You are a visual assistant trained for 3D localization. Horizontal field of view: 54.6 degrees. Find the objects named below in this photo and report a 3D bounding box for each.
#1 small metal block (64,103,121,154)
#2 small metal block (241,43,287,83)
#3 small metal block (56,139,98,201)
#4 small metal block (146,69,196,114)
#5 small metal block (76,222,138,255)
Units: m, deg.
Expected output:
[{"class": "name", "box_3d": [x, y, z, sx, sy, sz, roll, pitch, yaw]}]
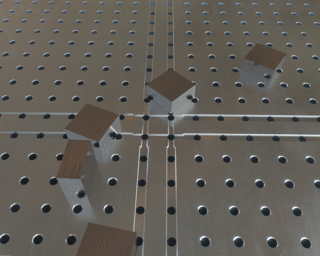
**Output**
[{"class": "small metal block", "box_3d": [-0.087, 0.000, 0.408, 0.050, 0.025, 0.050, 20, 53, 16]}, {"class": "small metal block", "box_3d": [0.166, -0.105, 0.497, 0.050, 0.025, 0.050, 29, 56, 22]}, {"class": "small metal block", "box_3d": [-0.092, 0.048, 0.351, 0.025, 0.050, 0.050, 3, 50, 2]}, {"class": "small metal block", "box_3d": [0.016, -0.054, 0.454, 0.050, 0.025, 0.050, 37, 59, 27]}, {"class": "small metal block", "box_3d": [-0.053, 0.126, 0.302, 0.050, 0.025, 0.050, 9, 51, 7]}]
